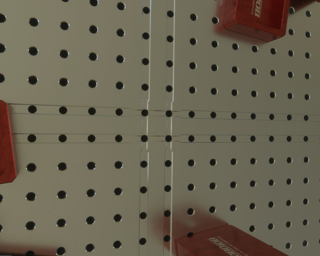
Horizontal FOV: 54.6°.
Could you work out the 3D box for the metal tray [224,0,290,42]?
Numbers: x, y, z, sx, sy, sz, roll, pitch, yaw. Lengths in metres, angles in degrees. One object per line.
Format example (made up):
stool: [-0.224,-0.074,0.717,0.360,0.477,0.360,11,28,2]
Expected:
metal tray: [0.149,-0.205,0.464,0.091,0.030,0.129,9,87,-20]

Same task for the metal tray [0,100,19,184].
metal tray: [-0.226,0.021,0.326,0.131,0.030,0.090,-7,93,-20]

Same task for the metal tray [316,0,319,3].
metal tray: [0.250,-0.273,0.485,0.091,0.030,0.130,-37,103,-37]

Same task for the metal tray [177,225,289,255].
metal tray: [0.087,0.165,0.389,0.091,0.130,0.030,-8,93,-20]
